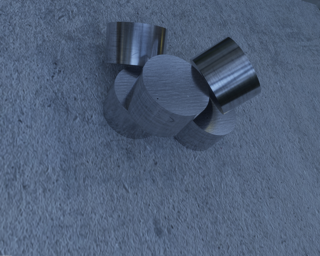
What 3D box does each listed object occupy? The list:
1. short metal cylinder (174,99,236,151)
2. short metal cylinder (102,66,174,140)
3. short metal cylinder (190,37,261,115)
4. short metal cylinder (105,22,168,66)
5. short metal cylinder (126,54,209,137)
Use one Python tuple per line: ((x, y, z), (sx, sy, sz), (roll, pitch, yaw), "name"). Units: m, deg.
((0.057, -0.014, 0.430), (0.081, 0.050, 0.080), (14, 56, -21), "short metal cylinder")
((-0.027, -0.032, 0.395), (0.081, 0.050, 0.080), (14, 56, -21), "short metal cylinder")
((0.079, -0.063, 0.380), (0.050, 0.080, 0.080), (-31, 75, 6), "short metal cylinder")
((-0.032, -0.108, 0.412), (0.081, 0.080, 0.050), (0, 101, -29), "short metal cylinder")
((0.008, -0.036, 0.352), (0.081, 0.050, 0.080), (14, 56, -21), "short metal cylinder")
